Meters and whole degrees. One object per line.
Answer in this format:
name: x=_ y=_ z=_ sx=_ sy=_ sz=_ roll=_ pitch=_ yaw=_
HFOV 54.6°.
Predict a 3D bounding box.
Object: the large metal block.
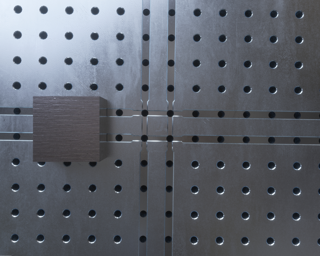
large metal block: x=-0.113 y=0.001 z=0.400 sx=0.080 sy=0.050 sz=0.080 roll=0 pitch=90 yaw=0
